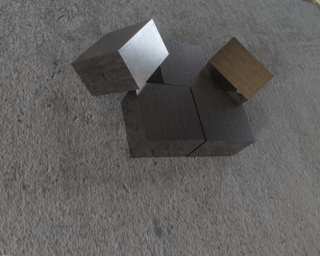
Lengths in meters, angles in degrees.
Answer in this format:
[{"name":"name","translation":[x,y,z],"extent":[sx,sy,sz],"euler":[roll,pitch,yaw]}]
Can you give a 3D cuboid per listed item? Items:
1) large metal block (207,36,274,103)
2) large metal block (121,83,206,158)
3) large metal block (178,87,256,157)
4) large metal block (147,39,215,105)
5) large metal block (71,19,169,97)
[{"name":"large metal block","translation":[0.118,-0.084,0.479],"extent":[0.050,0.080,0.080],"euler":[-44,86,1]},{"name":"large metal block","translation":[0.002,-0.009,0.396],"extent":[0.081,0.050,0.080],"euler":[1,61,-28]},{"name":"large metal block","translation":[0.075,-0.007,0.433],"extent":[0.081,0.050,0.080],"euler":[1,61,-28]},{"name":"large metal block","translation":[0.023,-0.079,0.452],"extent":[0.081,0.050,0.080],"euler":[3,61,-27]},{"name":"large metal block","translation":[-0.048,-0.087,0.389],"extent":[0.080,0.080,0.050],"euler":[-56,130,-39]}]
